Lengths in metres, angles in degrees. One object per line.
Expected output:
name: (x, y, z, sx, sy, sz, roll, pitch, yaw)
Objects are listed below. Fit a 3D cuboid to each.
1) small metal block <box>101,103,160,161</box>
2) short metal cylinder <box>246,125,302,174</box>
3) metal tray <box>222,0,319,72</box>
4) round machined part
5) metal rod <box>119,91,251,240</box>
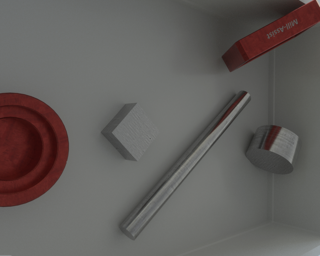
small metal block: (-0.035, 0.005, 0.379, 0.050, 0.025, 0.050, 52, 59, -28)
short metal cylinder: (0.199, 0.038, 0.541, 0.080, 0.080, 0.050, 45, 63, -31)
metal tray: (0.166, -0.135, 0.466, 0.131, 0.090, 0.030, -29, 91, -2)
round machined part: (-0.138, 0.018, 0.281, 0.099, 0.042, 0.097, 0, 90, -40)
metal rod: (0.052, 0.037, 0.452, 0.301, 0.025, 0.025, -44, 117, -31)
